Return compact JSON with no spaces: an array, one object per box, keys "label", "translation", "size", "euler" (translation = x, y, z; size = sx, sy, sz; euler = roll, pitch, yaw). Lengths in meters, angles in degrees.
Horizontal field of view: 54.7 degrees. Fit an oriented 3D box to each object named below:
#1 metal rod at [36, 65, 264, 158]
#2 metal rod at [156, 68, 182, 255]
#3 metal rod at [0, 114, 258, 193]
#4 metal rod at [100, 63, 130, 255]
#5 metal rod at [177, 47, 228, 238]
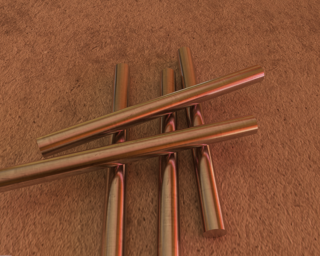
[{"label":"metal rod","translation":[0.001,-0.027,0.391],"size":[0.302,0.025,0.025],"euler":[-20,53,-16]},{"label":"metal rod","translation":[0.010,0.034,0.374],"size":[0.025,0.025,0.300],"euler":[1,50,0]},{"label":"metal rod","translation":[-0.034,0.026,0.346],"size":[0.302,0.025,0.025],"euler":[-12,51,-10]},{"label":"metal rod","translation":[-0.051,0.024,0.382],"size":[0.025,0.025,0.300],"euler":[-2,50,-2]},{"label":"metal rod","translation":[0.047,-0.008,0.409],"size":[0.025,0.025,0.300],"euler":[-2,50,-2]}]
